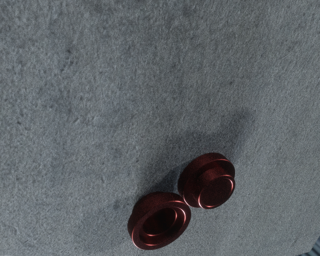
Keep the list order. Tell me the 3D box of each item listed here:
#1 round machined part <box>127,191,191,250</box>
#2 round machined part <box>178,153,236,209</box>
[{"bbox_3d":[-0.004,0.138,0.481,0.099,0.042,0.097,-14,125,-21],"label":"round machined part"},{"bbox_3d":[0.081,0.092,0.499,0.099,0.042,0.097,-14,125,-21],"label":"round machined part"}]
